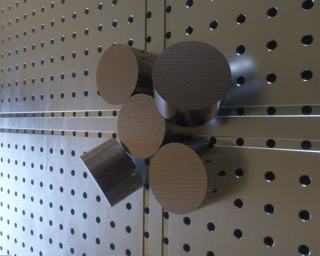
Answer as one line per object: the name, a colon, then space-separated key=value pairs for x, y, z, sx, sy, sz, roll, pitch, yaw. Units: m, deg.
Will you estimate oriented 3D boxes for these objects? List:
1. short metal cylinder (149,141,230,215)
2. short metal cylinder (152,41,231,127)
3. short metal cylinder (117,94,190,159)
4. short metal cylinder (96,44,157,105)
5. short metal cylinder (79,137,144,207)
short metal cylinder: x=0.034 y=0.056 z=0.363 sx=0.080 sy=0.050 sz=0.079 roll=0 pitch=90 yaw=39
short metal cylinder: x=0.033 y=-0.047 z=0.338 sx=0.080 sy=0.050 sz=0.080 roll=-1 pitch=70 yaw=2
short metal cylinder: x=-0.009 y=-0.002 z=0.398 sx=0.080 sy=0.050 sz=0.079 roll=0 pitch=90 yaw=39
short metal cylinder: x=-0.042 y=-0.070 z=0.425 sx=0.080 sy=0.050 sz=0.079 roll=0 pitch=90 yaw=39
short metal cylinder: x=-0.066 y=0.059 z=0.418 sx=0.080 sy=0.050 sz=0.080 roll=50 pitch=161 yaw=25
